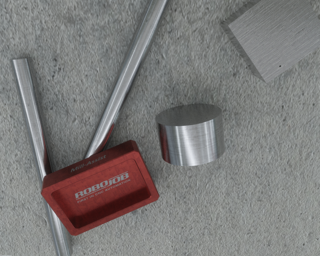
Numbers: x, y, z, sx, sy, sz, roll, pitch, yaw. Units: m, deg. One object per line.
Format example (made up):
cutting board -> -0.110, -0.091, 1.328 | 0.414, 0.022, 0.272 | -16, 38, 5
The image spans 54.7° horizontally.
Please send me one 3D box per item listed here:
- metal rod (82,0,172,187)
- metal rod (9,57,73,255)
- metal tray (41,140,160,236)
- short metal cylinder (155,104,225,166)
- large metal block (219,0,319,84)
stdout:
metal rod -> -0.047, -0.051, 0.390 | 0.025, 0.025, 0.298 | 23, 108, -9
metal rod -> -0.158, 0.054, 0.427 | 0.025, 0.025, 0.298 | -4, 110, 1
metal tray -> -0.077, 0.081, 0.415 | 0.131, 0.030, 0.090 | -23, 120, -4
short metal cylinder -> 0.038, 0.006, 0.383 | 0.080, 0.080, 0.050 | -8, 110, 2
large metal block -> 0.129, -0.112, 0.357 | 0.080, 0.050, 0.080 | -36, 107, 12
